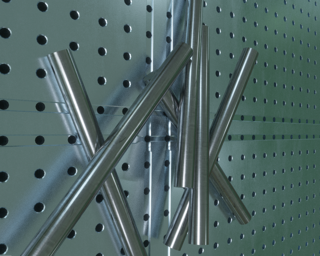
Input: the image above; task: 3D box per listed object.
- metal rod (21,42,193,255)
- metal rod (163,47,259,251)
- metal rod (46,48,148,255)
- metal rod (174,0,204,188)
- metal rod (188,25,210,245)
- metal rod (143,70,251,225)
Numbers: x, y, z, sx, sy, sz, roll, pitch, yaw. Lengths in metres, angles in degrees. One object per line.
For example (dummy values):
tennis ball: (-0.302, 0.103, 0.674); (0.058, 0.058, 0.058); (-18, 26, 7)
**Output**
metal rod: (-0.043, 0.013, 0.337); (0.025, 0.025, 0.301); (48, 61, -29)
metal rod: (0.075, 0.021, 0.435); (0.025, 0.025, 0.299); (32, 77, -36)
metal rod: (-0.060, 0.059, 0.357); (0.025, 0.025, 0.299); (-29, 108, -36)
metal rod: (0.041, -0.071, 0.416); (0.025, 0.025, 0.299); (16, 72, -39)
metal rod: (0.054, -0.002, 0.419); (0.025, 0.025, 0.299); (16, 69, -39)
metal rod: (0.066, 0.043, 0.463); (0.025, 0.025, 0.300); (-50, 119, -28)
